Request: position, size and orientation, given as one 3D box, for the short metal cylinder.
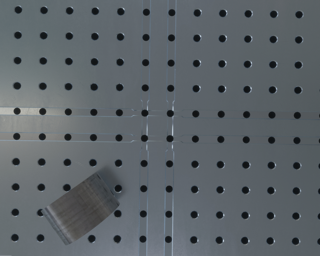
[{"bbox_3d":[-0.097,0.098,0.385,0.080,0.080,0.050,-35,90,0],"label":"short metal cylinder"}]
